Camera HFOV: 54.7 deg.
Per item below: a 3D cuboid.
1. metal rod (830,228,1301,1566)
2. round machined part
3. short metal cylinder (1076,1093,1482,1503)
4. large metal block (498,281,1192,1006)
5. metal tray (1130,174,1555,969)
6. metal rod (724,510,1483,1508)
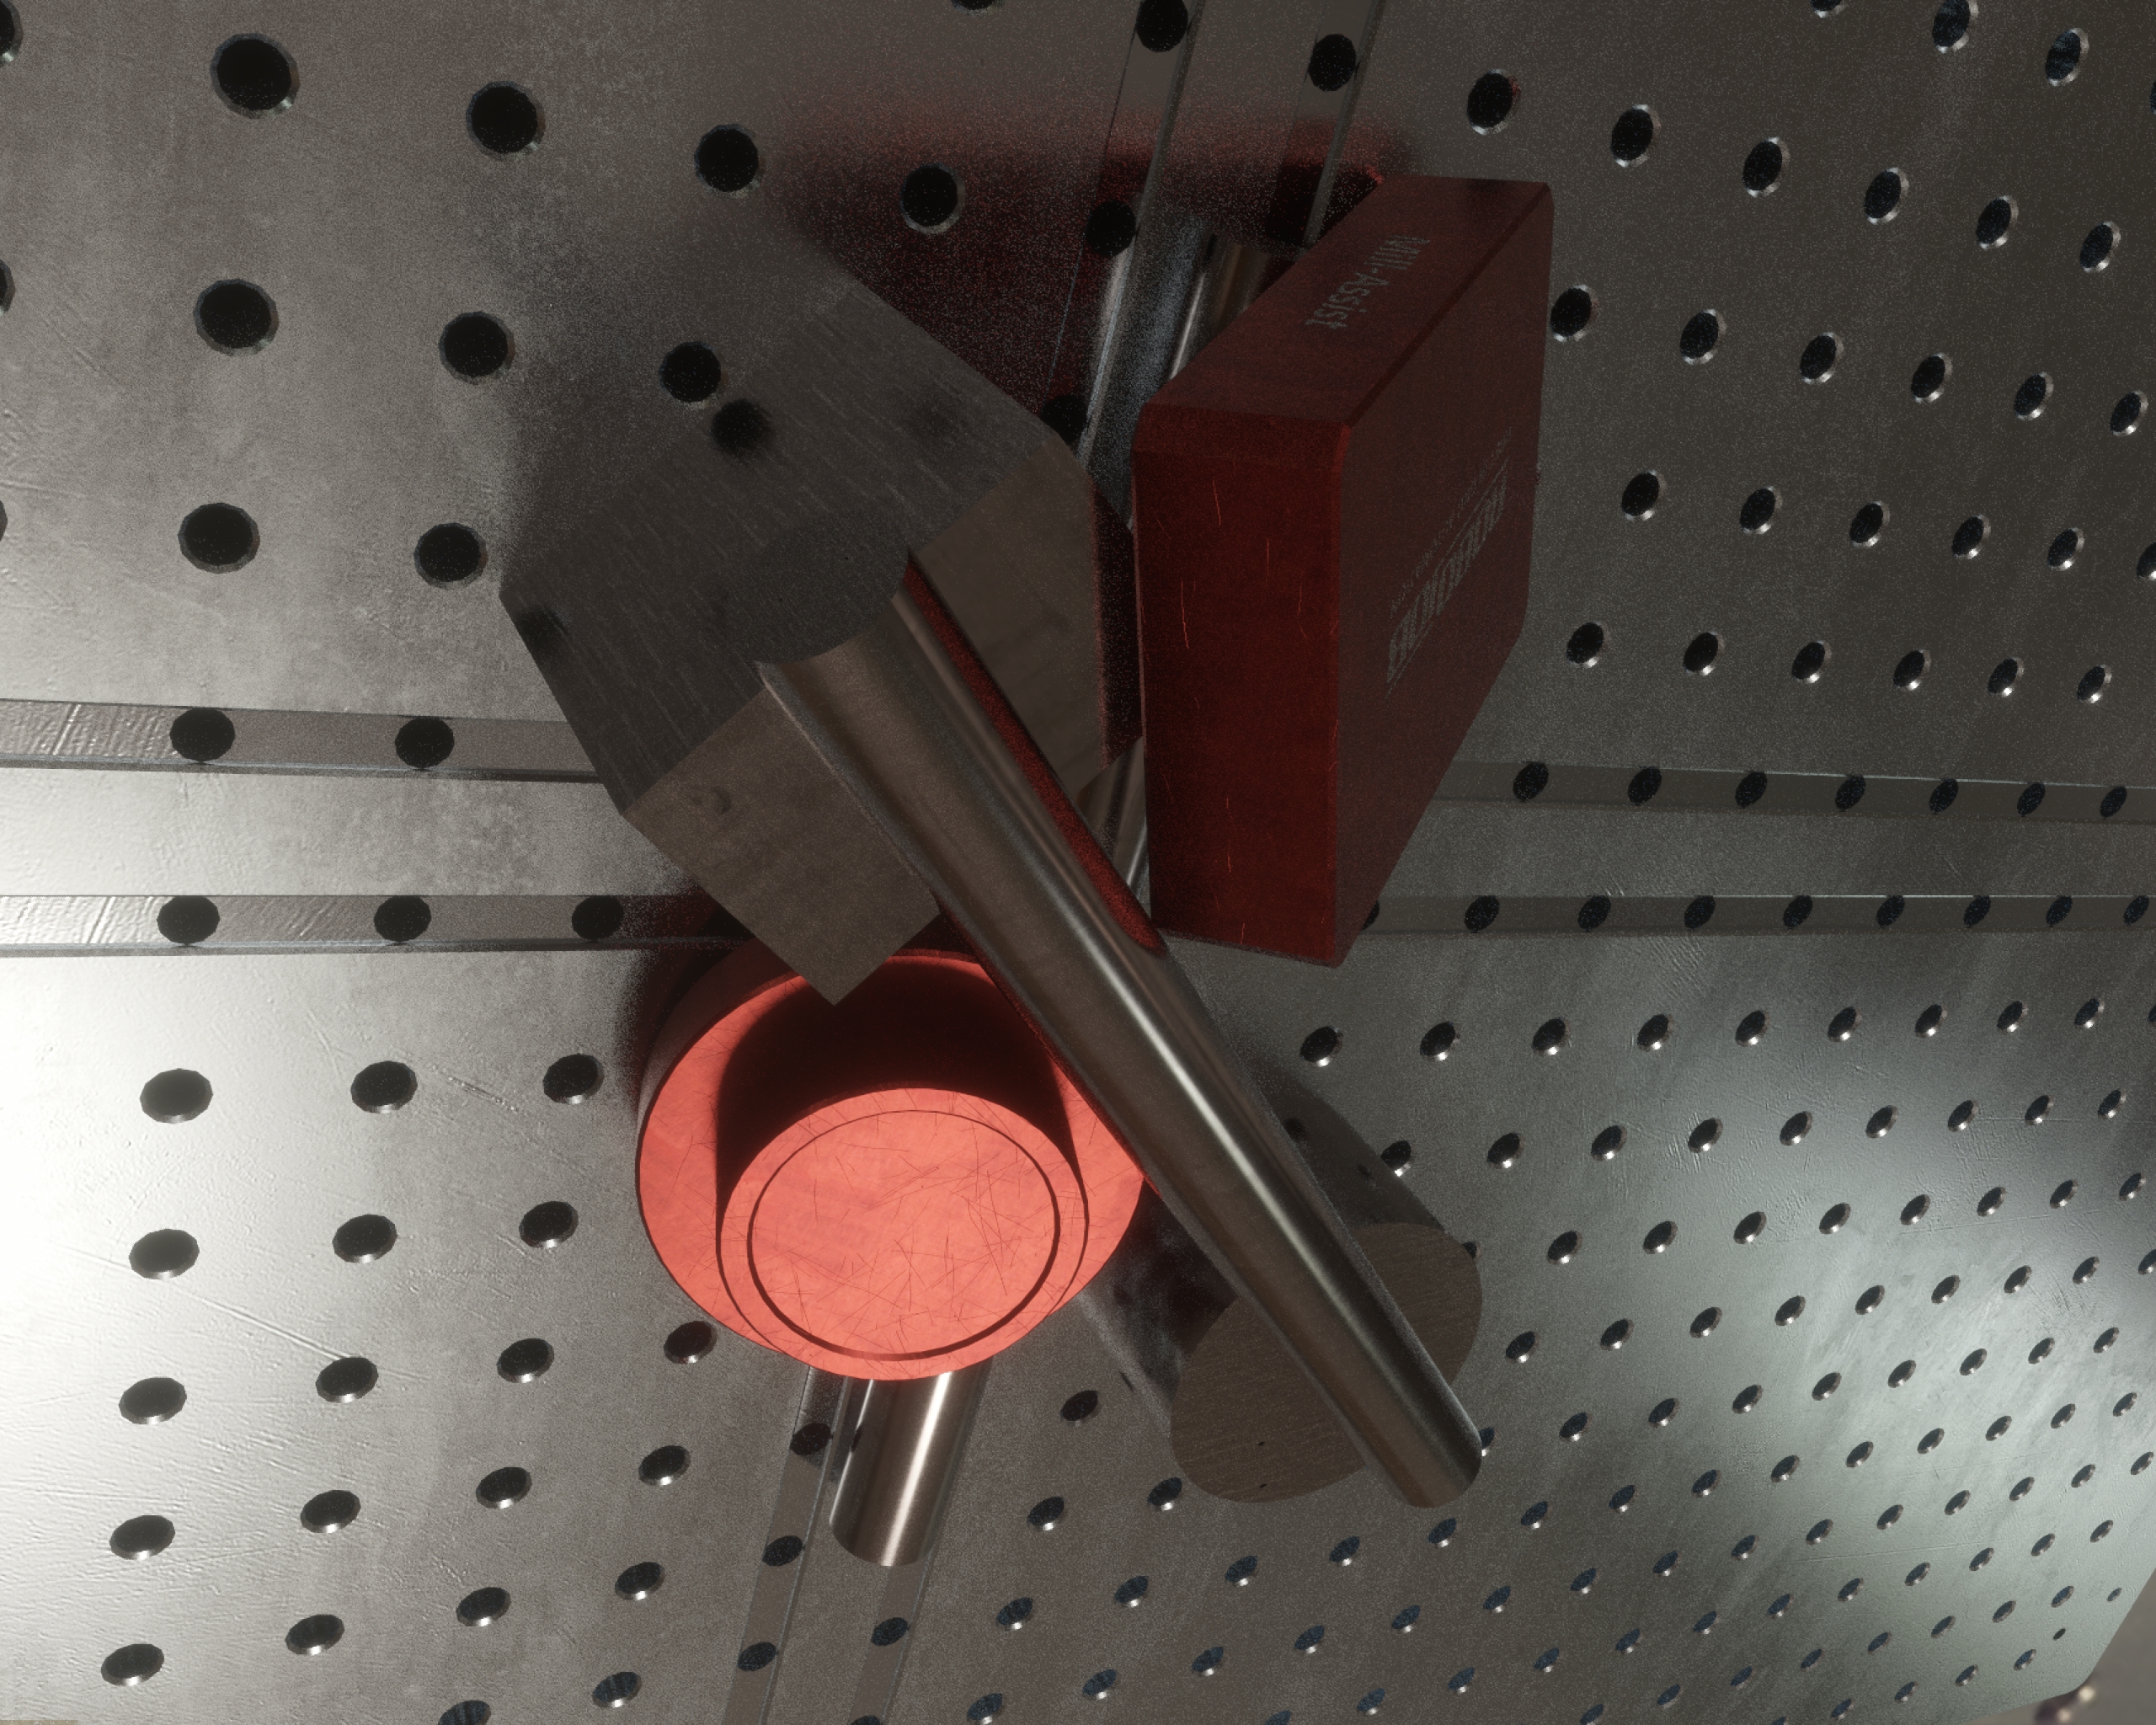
[{"bbox_3d":[-0.005,0.023,0.424,0.025,0.025,0.298,2,117,-30],"label":"metal rod"},{"bbox_3d":[-0.035,0.060,0.399,0.099,0.042,0.097,-4,117,-8],"label":"round machined part"},{"bbox_3d":[0.046,0.101,0.485,0.081,0.050,0.079,-14,125,-21],"label":"short metal cylinder"},{"bbox_3d":[-0.037,-0.038,0.334,0.080,0.080,0.050,-41,130,0],"label":"large metal block"},{"bbox_3d":[0.049,-0.054,0.352,0.131,0.030,0.089,-53,146,-50],"label":"metal tray"},{"bbox_3d":[0.024,0.050,0.365,0.025,0.025,0.300,-37,138,-4],"label":"metal rod"}]
